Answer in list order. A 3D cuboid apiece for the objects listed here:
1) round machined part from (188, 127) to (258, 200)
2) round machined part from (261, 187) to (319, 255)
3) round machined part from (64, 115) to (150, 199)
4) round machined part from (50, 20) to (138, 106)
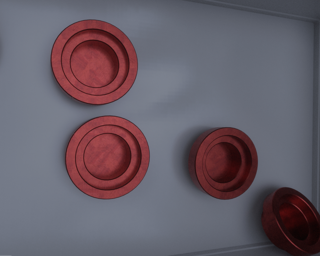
[{"bbox_3d":[0.084,0.047,0.434,0.099,0.042,0.097,0,90,-21],"label":"round machined part"},{"bbox_3d":[0.191,0.141,0.458,0.099,0.042,0.098,18,48,-21],"label":"round machined part"},{"bbox_3d":[-0.066,0.034,0.378,0.099,0.042,0.097,0,90,-21],"label":"round machined part"},{"bbox_3d":[-0.080,-0.075,0.373,0.099,0.042,0.097,0,90,-21],"label":"round machined part"}]
